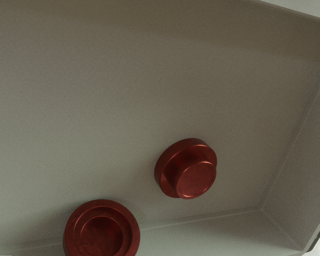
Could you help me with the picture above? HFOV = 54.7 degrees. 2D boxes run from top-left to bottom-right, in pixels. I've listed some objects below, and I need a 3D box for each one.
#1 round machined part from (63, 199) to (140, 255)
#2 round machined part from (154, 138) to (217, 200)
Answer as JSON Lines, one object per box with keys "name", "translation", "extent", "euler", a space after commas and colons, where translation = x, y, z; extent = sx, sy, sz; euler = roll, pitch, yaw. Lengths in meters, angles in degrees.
{"name": "round machined part", "translation": [-0.080, 0.150, 0.416], "extent": [0.099, 0.098, 0.042], "euler": [-2, 142, -28]}
{"name": "round machined part", "translation": [0.044, 0.067, 0.463], "extent": [0.099, 0.042, 0.097], "euler": [-14, 124, -21]}
